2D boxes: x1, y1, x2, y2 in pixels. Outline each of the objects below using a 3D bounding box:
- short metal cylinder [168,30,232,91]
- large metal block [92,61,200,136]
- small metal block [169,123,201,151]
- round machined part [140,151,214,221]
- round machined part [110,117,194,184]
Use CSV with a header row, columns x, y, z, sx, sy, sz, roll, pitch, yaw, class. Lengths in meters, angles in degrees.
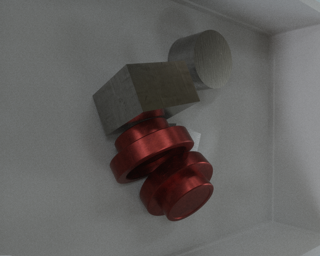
x,y,z,sx,sy,sz,roll,pitch,yaw,class
0.058,-0.094,0.441,0.081,0.050,0.079,0,90,-40,short metal cylinder
-0.017,-0.034,0.351,0.081,0.080,0.050,-14,81,-39,large metal block
0.026,0.025,0.431,0.050,0.025,0.050,22,76,-38,small metal block
0.028,0.079,0.388,0.099,0.042,0.097,-24,142,-20,round machined part
-0.013,0.023,0.360,0.099,0.097,0.042,-13,67,-40,round machined part
